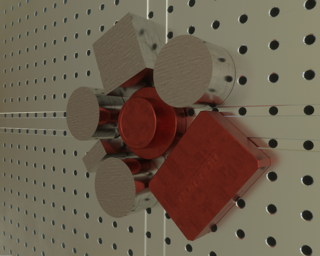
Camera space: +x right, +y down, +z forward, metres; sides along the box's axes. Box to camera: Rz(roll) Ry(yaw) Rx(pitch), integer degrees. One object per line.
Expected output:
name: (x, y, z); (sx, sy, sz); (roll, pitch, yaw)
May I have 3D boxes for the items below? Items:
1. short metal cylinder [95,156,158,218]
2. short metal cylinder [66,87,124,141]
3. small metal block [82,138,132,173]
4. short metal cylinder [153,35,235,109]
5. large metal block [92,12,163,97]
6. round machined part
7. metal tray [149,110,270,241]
short metal cylinder: (-0.045, 0.079, 0.430); (0.080, 0.050, 0.080); (0, 90, 40)
short metal cylinder: (-0.098, -0.021, 0.473); (0.080, 0.050, 0.080); (0, 90, 40)
small metal block: (-0.077, 0.040, 0.456); (0.050, 0.050, 0.025); (-45, 63, 31)
short metal cylinder: (0.039, -0.062, 0.360); (0.080, 0.050, 0.080); (0, 90, 40)
large metal block: (-0.041, -0.096, 0.427); (0.080, 0.050, 0.080); (-27, 73, 37)
round machined part: (-0.018, -0.007, 0.412); (0.098, 0.042, 0.097); (0, 90, 40)
metal tray: (0.051, 0.055, 0.363); (0.090, 0.030, 0.129); (48, 118, 29)
